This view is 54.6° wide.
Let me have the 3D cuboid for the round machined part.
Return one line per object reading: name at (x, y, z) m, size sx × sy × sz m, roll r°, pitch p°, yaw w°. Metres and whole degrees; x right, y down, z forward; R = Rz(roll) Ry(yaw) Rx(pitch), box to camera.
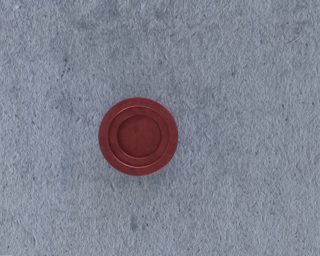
round machined part at (-0.027, 0.010, 0.401) m, size 0.099 × 0.042 × 0.097 m, roll 0°, pitch 90°, yaw 0°
